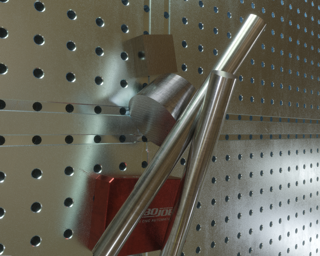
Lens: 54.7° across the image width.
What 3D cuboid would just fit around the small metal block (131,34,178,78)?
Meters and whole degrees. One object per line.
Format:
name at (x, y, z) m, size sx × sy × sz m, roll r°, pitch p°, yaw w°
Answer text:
small metal block at (-0.007, -0.094, 0.405) m, size 0.050 × 0.025 × 0.050 m, roll -15°, pitch 100°, yaw -39°

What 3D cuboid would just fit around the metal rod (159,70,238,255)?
metal rod at (0.029, 0.083, 0.347) m, size 0.025 × 0.025 × 0.298 m, roll -9°, pitch 122°, yaw -40°

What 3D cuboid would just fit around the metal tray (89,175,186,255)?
metal tray at (-0.020, 0.107, 0.392) m, size 0.131 × 0.030 × 0.089 m, roll 9°, pitch 84°, yaw -40°

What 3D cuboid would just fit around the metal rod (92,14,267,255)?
metal rod at (0.022, 0.009, 0.330) m, size 0.025 × 0.025 × 0.299 m, roll 35°, pitch 87°, yaw -35°

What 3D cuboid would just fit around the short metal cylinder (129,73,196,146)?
short metal cylinder at (0.008, -0.020, 0.382) m, size 0.050 × 0.080 × 0.080 m, roll -44°, pitch 117°, yaw -31°
